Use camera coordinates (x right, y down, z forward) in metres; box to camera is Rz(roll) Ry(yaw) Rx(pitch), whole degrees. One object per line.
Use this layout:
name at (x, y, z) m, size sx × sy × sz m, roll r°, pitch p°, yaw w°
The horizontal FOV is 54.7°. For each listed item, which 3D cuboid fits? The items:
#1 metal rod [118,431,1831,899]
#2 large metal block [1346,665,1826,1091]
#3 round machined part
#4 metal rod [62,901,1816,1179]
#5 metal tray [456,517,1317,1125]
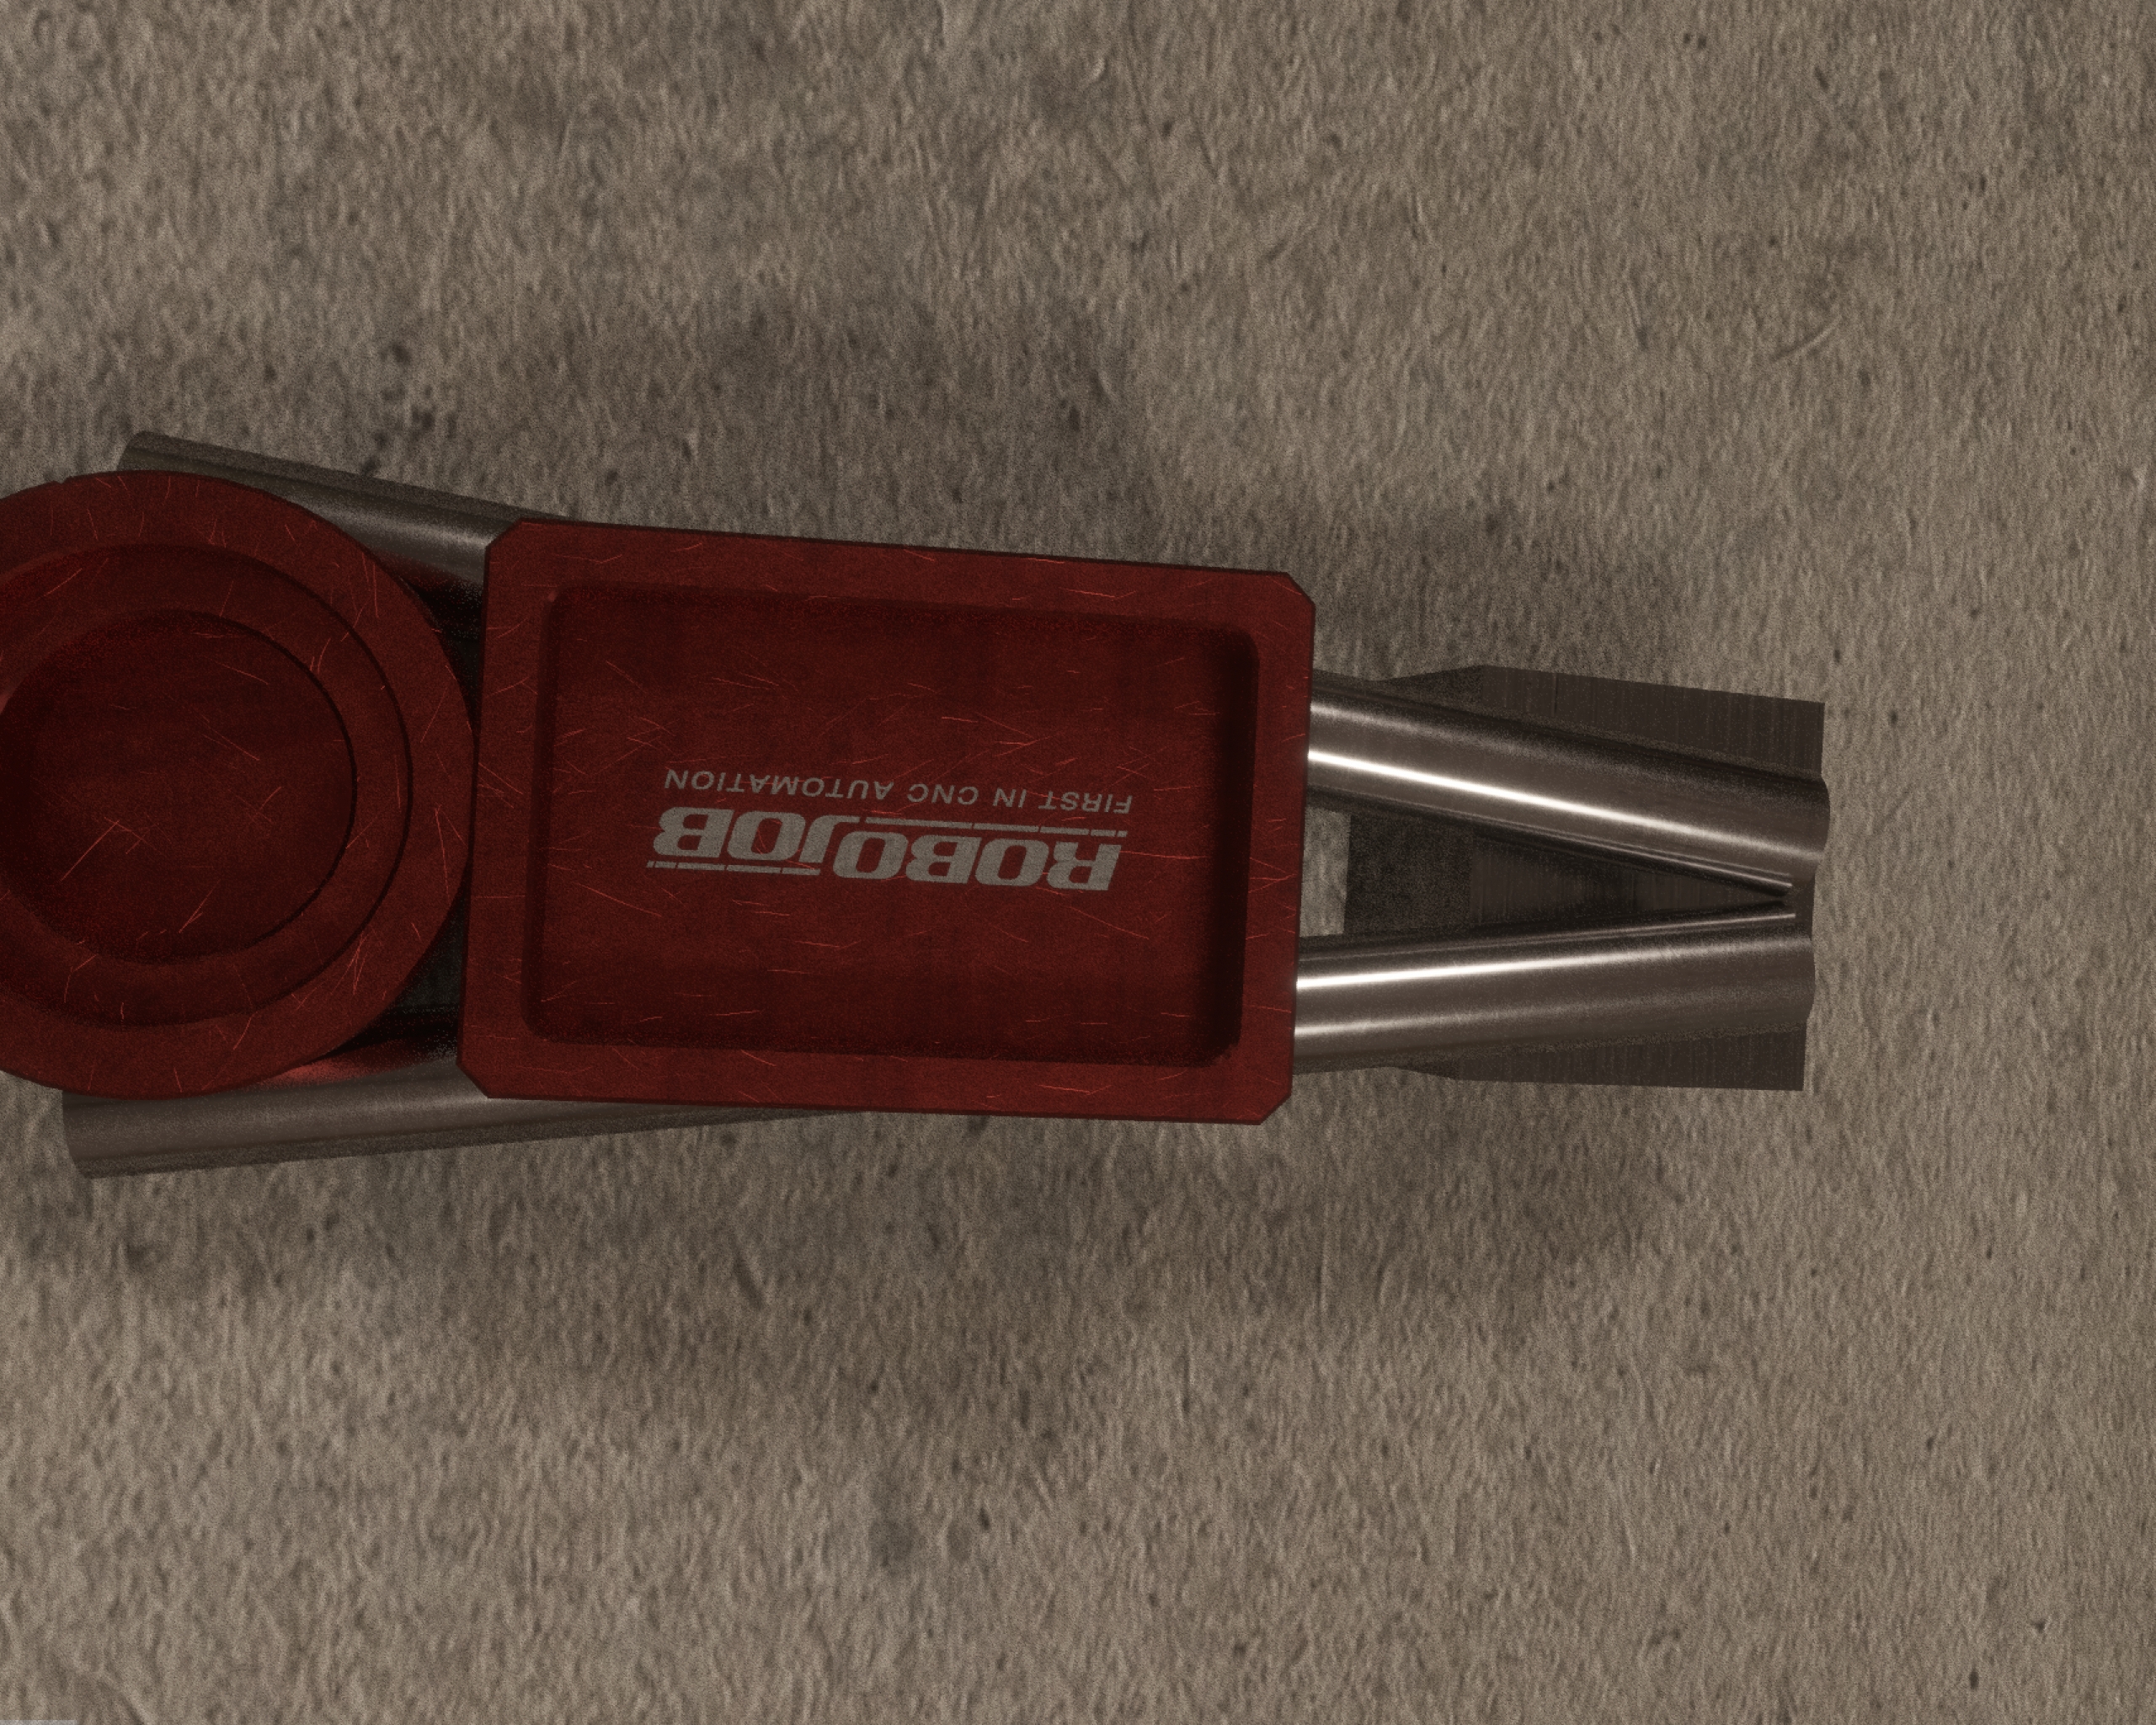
metal rod at (-0.012, -0.033, 0.372) m, size 0.302 × 0.025 × 0.025 m, roll 11°, pitch 86°, yaw -7°
large metal block at (0.104, 0.004, 0.435) m, size 0.081 × 0.050 × 0.080 m, roll 4°, pitch 89°, yaw -20°
round machined part at (-0.146, -0.012, 0.342) m, size 0.099 × 0.042 × 0.097 m, roll 0°, pitch 90°, yaw -10°
metal rod at (-0.017, 0.030, 0.371) m, size 0.302 × 0.025 × 0.025 m, roll -4°, pitch 92°, yaw -8°
metal tray at (-0.030, -0.005, 0.342) m, size 0.131 × 0.030 × 0.089 m, roll 3°, pitch 89°, yaw -8°
